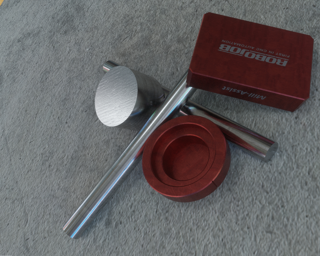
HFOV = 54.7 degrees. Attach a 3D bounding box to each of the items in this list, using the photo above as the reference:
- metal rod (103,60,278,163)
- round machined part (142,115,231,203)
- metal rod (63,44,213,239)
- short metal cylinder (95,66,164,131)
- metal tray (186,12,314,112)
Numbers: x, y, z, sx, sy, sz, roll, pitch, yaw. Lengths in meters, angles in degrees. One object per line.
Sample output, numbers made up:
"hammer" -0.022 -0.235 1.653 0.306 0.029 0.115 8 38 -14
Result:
"metal rod" 0.017 -0.037 0.420 0.300 0.025 0.025 32 80 38
"round machined part" 0.033 0.037 0.354 0.098 0.042 0.098 -13 56 21
"metal rod" -0.017 0.012 0.385 0.300 0.025 0.025 -52 52 0
"short metal cylinder" -0.042 -0.038 0.418 0.080 0.050 0.080 -8 77 39
"metal tray" 0.104 -0.078 0.359 0.131 0.030 0.090 15 66 4
